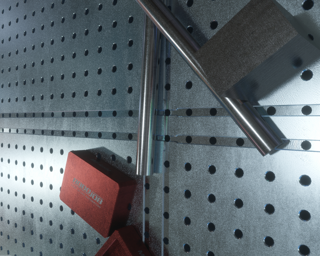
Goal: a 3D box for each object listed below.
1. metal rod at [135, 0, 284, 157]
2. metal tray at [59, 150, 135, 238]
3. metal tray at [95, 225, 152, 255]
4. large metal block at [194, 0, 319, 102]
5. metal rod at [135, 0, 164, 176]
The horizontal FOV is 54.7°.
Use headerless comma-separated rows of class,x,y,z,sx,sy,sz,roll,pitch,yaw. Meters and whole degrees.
metal rod,0.032,-0.094,0.361,0.025,0.025,0.299,-46,69,30
metal tray,-0.104,0.099,0.489,0.130,0.030,0.089,24,105,37
metal tray,-0.039,0.217,0.435,0.130,0.030,0.090,51,119,27
large metal block,0.094,-0.071,0.295,0.080,0.081,0.050,-40,66,32
metal rod,-0.013,-0.086,0.417,0.025,0.025,0.298,6,94,39
